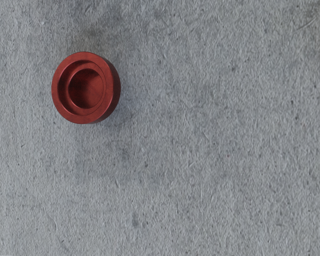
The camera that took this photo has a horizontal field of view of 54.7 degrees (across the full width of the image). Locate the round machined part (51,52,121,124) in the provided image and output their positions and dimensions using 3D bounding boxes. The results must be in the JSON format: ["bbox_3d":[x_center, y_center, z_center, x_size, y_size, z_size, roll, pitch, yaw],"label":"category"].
[{"bbox_3d":[-0.099,-0.054,0.435,0.098,0.042,0.097,0,90,20],"label":"round machined part"}]
